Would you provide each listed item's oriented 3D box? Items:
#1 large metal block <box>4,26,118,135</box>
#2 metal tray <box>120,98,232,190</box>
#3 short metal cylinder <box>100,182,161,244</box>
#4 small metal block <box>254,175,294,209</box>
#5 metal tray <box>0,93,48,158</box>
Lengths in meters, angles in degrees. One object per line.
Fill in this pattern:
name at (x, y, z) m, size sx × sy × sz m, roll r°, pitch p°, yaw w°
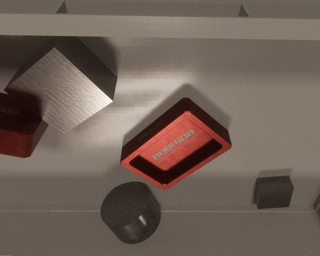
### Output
large metal block at (-0.107, -0.050, 0.348) m, size 0.080 × 0.050 × 0.080 m, roll -31°, pitch 124°, yaw 23°
metal tray at (0.020, 0.027, 0.429) m, size 0.090 × 0.030 × 0.130 m, roll 36°, pitch 121°, yaw -27°
short metal cylinder at (-0.045, 0.132, 0.485) m, size 0.080 × 0.080 × 0.050 m, roll -16°, pitch 129°, yaw 13°
small metal block at (0.183, 0.105, 0.501) m, size 0.050 × 0.025 × 0.050 m, roll -5°, pitch 130°, yaw 3°
metal tray at (-0.201, -0.013, 0.349) m, size 0.131 × 0.090 × 0.030 m, roll 13°, pitch 113°, yaw -11°
